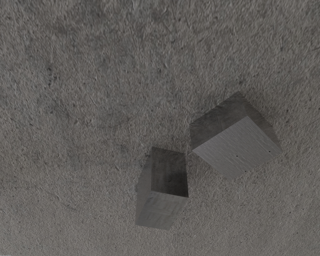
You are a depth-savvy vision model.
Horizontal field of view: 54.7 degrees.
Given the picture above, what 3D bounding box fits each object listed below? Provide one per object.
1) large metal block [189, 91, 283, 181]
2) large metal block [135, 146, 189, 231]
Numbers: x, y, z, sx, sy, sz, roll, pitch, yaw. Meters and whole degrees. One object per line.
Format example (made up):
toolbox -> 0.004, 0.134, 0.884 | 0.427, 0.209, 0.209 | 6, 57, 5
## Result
large metal block -> 0.096, 0.013, 0.402 | 0.080, 0.050, 0.080 | -36, 122, 26
large metal block -> 0.001, 0.087, 0.445 | 0.050, 0.080, 0.079 | 13, 129, -11
